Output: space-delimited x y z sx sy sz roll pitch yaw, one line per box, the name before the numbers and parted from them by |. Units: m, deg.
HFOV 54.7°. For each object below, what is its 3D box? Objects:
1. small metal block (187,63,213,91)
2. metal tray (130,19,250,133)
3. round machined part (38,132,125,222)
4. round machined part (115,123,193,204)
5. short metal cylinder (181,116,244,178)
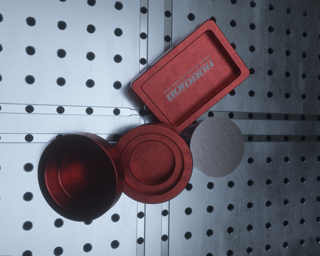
small metal block | 0.063 -0.087 0.437 0.050 0.025 0.050 43 76 -15
metal tray | 0.038 -0.064 0.403 0.130 0.030 0.090 -40 106 2
round machined part | -0.086 0.053 0.356 0.098 0.042 0.097 2 96 16
round machined part | -0.009 0.042 0.390 0.099 0.042 0.097 0 95 1
short metal cylinder | 0.067 0.025 0.425 0.081 0.050 0.079 0 90 -20
